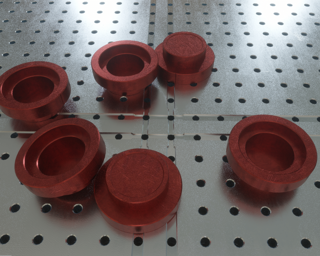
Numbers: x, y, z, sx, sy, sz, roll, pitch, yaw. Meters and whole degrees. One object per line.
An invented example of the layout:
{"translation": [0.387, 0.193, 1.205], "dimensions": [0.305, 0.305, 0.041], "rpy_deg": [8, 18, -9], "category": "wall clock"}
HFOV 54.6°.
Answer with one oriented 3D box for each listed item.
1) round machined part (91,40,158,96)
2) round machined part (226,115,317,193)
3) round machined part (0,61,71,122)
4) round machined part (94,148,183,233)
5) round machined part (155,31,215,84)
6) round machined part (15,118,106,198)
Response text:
{"translation": [-0.052, -0.087, 0.470], "dimensions": [0.099, 0.042, 0.098], "rpy_deg": [0, 50, 0], "category": "round machined part"}
{"translation": [0.128, 0.034, 0.369], "dimensions": [0.099, 0.042, 0.098], "rpy_deg": [0, 50, 0], "category": "round machined part"}
{"translation": [-0.175, -0.047, 0.436], "dimensions": [0.099, 0.042, 0.098], "rpy_deg": [0, 50, 0], "category": "round machined part"}
{"translation": [-0.024, 0.062, 0.345], "dimensions": [0.099, 0.042, 0.098], "rpy_deg": [0, 50, 0], "category": "round machined part"}
{"translation": [0.038, -0.118, 0.496], "dimensions": [0.099, 0.042, 0.098], "rpy_deg": [0, 50, 0], "category": "round machined part"}
{"translation": [-0.109, 0.037, 0.356], "dimensions": [0.098, 0.042, 0.098], "rpy_deg": [-8, 46, 9], "category": "round machined part"}
